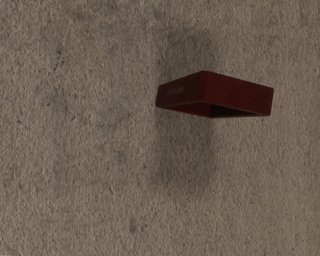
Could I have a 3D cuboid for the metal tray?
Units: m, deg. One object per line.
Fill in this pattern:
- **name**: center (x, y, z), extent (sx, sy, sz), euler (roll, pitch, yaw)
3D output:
- **metal tray**: center (0.059, -0.035, 0.376), extent (0.091, 0.130, 0.030), euler (10, 87, -20)
